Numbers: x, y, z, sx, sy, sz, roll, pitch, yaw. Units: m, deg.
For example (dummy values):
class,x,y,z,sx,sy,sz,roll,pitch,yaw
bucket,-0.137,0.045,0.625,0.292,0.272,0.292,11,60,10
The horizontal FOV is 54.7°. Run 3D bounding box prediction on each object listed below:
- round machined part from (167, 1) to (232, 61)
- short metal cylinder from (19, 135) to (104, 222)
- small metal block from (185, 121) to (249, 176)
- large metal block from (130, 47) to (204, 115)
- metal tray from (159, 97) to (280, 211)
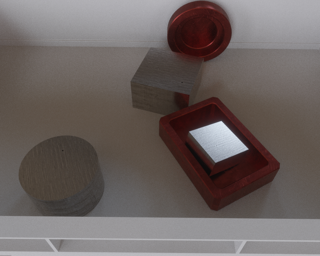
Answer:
class,x,y,z,sx,sy,sz,roll,pitch,yaw
round machined part,0.061,-0.156,0.490,0.099,0.097,0.042,1,50,0
short metal cylinder,-0.105,0.055,0.341,0.081,0.050,0.080,0,50,0
small metal block,0.065,0.023,0.364,0.050,0.025,0.050,-17,51,-29
large metal block,0.012,-0.065,0.443,0.080,0.050,0.080,14,51,11
metal tray,0.067,0.025,0.381,0.091,0.030,0.130,-22,54,-18
